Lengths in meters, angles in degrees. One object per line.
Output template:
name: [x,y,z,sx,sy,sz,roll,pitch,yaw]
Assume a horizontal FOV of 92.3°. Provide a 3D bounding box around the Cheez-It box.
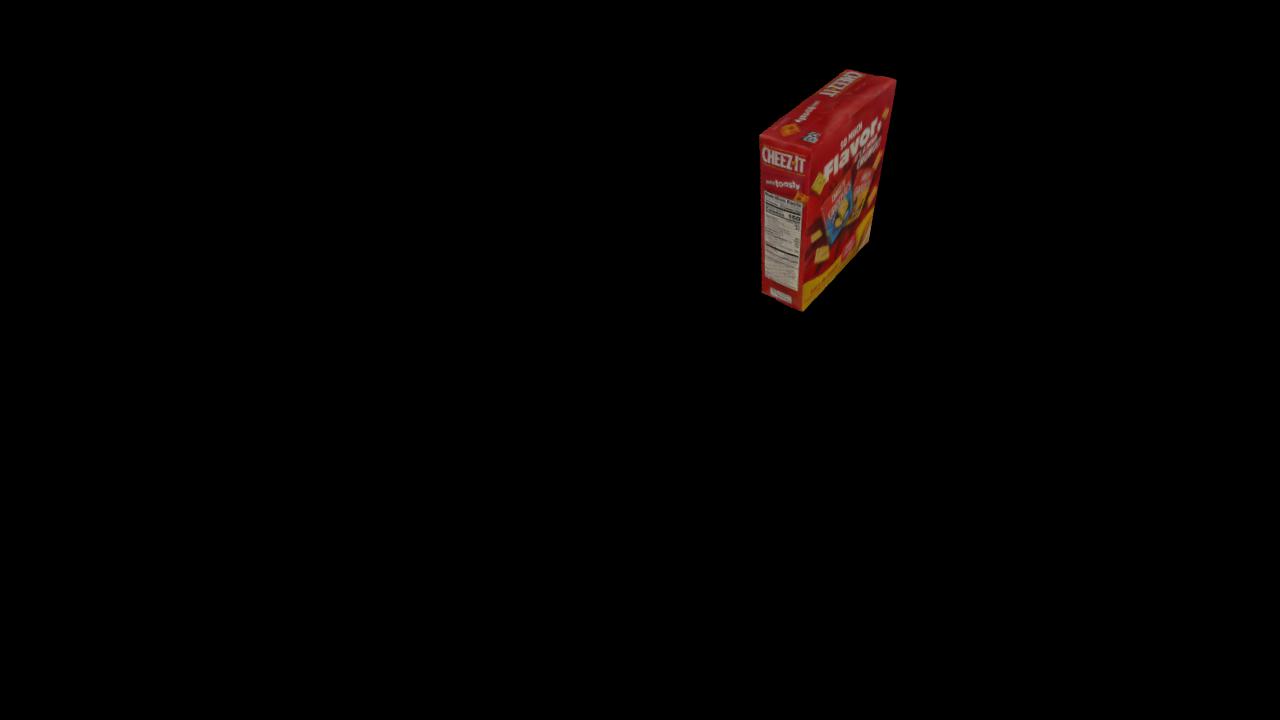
Cheez-It box: [0.212,-0.192,0.718,0.071,0.223,0.166,31,61,32]
